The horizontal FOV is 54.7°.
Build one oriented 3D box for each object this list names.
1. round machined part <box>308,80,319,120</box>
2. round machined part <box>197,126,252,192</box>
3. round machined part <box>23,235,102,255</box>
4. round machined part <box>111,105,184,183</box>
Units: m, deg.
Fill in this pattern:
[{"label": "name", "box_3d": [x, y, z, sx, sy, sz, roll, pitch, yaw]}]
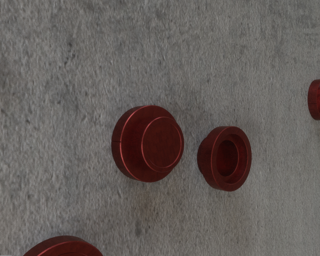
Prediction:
[{"label": "round machined part", "box_3d": [0.389, -0.067, 0.724, 0.099, 0.042, 0.097, 0, 90, -40]}, {"label": "round machined part", "box_3d": [0.095, 0.046, 0.476, 0.099, 0.042, 0.097, 0, 90, -40]}, {"label": "round machined part", "box_3d": [-0.105, 0.156, 0.308, 0.099, 0.042, 0.097, 0, 90, -40]}, {"label": "round machined part", "box_3d": [-0.008, 0.020, 0.389, 0.099, 0.042, 0.097, 0, 90, -40]}]
